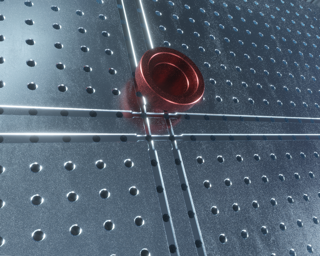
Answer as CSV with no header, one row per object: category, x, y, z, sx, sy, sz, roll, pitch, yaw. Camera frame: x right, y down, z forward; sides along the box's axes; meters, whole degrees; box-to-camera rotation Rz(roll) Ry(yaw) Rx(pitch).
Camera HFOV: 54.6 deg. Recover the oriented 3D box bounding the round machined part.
round machined part,0.010,-0.064,0.441,0.099,0.042,0.098,13,56,-21
